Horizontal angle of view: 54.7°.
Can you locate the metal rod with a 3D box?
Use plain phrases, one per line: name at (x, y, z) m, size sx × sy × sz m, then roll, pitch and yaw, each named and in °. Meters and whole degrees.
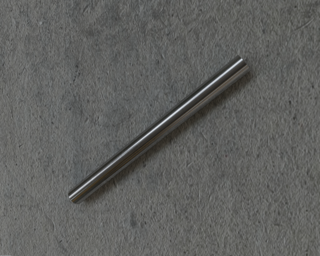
metal rod at (-0.011, 0.011, 0.414) m, size 0.300 × 0.025 × 0.025 m, roll -38°, pitch 78°, yaw 15°
